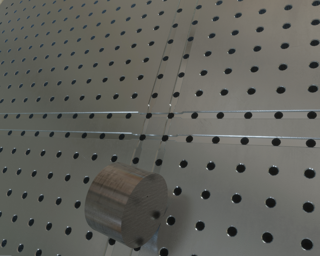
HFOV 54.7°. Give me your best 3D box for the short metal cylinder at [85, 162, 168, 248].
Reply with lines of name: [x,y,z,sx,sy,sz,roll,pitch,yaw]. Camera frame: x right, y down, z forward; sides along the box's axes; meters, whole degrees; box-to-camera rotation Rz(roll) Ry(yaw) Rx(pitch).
short metal cylinder: [-0.035,0.082,0.339,0.050,0.080,0.080,12,68,33]
